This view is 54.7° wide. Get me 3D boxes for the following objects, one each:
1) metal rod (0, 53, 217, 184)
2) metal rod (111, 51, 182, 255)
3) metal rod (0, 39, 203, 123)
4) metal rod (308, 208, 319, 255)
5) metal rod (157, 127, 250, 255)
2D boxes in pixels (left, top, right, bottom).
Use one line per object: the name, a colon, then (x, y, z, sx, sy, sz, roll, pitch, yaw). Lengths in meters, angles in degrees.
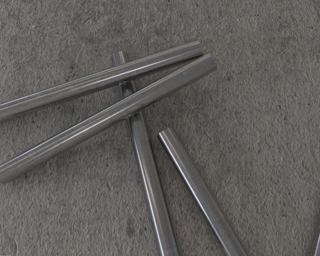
metal rod: (-0.066, -0.013, 0.389, 0.301, 0.025, 0.025, -28, 73, -1)
metal rod: (-0.020, 0.033, 0.395, 0.025, 0.025, 0.299, -14, 71, -5)
metal rod: (-0.091, -0.058, 0.407, 0.301, 0.025, 0.025, -18, 71, 2)
metal rod: (0.215, 0.081, 0.379, 0.025, 0.025, 0.300, 22, 71, 8)
metal rod: (0.078, 0.129, 0.361, 0.025, 0.025, 0.299, -27, 72, -9)
